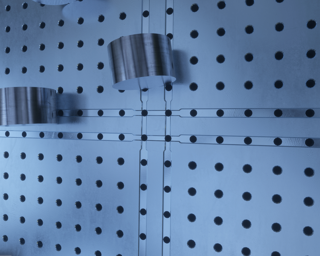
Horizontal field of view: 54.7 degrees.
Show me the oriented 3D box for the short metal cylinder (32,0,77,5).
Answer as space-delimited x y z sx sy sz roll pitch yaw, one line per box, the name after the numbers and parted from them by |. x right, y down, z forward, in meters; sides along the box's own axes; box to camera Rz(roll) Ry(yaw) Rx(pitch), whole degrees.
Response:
-0.151 -0.216 0.435 0.080 0.080 0.050 -12 86 19 | short metal cylinder

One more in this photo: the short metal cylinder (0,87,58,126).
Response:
-0.192 -0.029 0.449 0.080 0.080 0.050 -3 89 19 | short metal cylinder

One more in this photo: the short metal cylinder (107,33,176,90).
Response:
-0.023 -0.081 0.391 0.080 0.080 0.050 -8 87 19 | short metal cylinder
